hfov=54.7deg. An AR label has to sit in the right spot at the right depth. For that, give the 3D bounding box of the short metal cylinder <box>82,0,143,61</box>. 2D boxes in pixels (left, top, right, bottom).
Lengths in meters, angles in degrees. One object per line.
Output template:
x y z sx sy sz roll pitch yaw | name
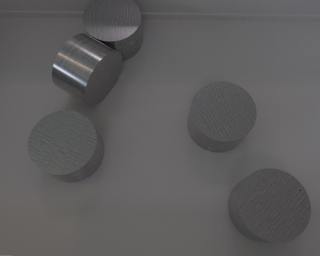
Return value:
-0.066 -0.144 0.448 0.081 0.050 0.080 0 70 0 | short metal cylinder

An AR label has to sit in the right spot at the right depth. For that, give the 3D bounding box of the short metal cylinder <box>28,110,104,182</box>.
-0.114 0.024 0.387 0.081 0.050 0.080 0 70 0 | short metal cylinder

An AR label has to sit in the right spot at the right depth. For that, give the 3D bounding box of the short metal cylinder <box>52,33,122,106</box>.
-0.094 -0.076 0.407 0.050 0.080 0.080 31 73 10 | short metal cylinder

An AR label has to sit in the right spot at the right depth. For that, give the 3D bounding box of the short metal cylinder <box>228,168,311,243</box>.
0.125 0.092 0.363 0.081 0.050 0.080 0 70 0 | short metal cylinder

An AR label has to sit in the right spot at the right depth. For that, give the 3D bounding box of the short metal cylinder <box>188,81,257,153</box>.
0.078 -0.013 0.401 0.081 0.050 0.080 0 70 0 | short metal cylinder
